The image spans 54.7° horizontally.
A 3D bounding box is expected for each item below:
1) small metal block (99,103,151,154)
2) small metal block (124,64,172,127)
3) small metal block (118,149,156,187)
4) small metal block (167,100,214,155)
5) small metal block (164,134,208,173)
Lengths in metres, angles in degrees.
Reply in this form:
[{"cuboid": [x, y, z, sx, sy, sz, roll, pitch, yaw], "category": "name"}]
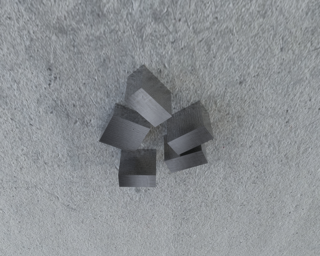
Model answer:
[{"cuboid": [-0.046, 0.001, 0.408, 0.050, 0.025, 0.050, 21, 127, -18], "category": "small metal block"}, {"cuboid": [-0.012, -0.037, 0.359, 0.025, 0.050, 0.050, -33, 123, 25], "category": "small metal block"}, {"cuboid": [-0.031, 0.056, 0.438, 0.050, 0.050, 0.025, 1, 130, -1], "category": "small metal block"}, {"cuboid": [0.037, -0.001, 0.390, 0.050, 0.050, 0.025, -27, 125, 21], "category": "small metal block"}, {"cuboid": [0.033, 0.028, 0.414, 0.050, 0.050, 0.025, -18, 128, 14], "category": "small metal block"}]
